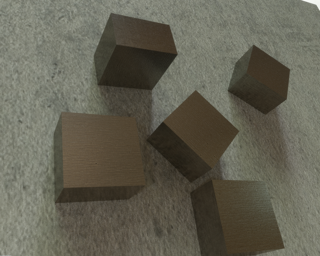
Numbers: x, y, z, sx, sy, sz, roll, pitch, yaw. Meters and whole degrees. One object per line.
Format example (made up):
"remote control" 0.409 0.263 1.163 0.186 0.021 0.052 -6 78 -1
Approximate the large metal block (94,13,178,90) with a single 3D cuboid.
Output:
"large metal block" -0.035 -0.097 0.410 0.081 0.080 0.050 2 61 -28

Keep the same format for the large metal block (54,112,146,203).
"large metal block" -0.068 0.032 0.333 0.081 0.050 0.080 4 60 -27

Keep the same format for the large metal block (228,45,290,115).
"large metal block" 0.172 -0.083 0.534 0.080 0.050 0.080 31 52 -9

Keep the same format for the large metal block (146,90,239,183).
"large metal block" 0.044 0.010 0.407 0.080 0.050 0.080 44 51 2

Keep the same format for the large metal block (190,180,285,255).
"large metal block" 0.090 0.109 0.371 0.081 0.050 0.080 6 59 -26
